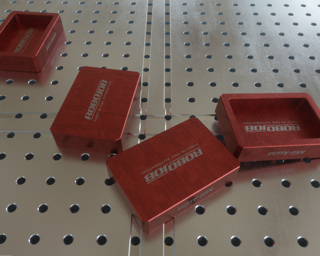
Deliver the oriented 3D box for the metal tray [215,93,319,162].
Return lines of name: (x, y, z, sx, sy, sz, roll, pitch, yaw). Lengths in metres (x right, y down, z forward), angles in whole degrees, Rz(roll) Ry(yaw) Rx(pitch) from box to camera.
metal tray: (0.146, -0.004, 0.400, 0.131, 0.030, 0.090, -2, 50, -10)

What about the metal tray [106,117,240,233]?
metal tray: (0.015, 0.049, 0.364, 0.131, 0.030, 0.090, -26, 55, -21)

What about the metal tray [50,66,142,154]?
metal tray: (-0.082, -0.029, 0.428, 0.090, 0.030, 0.130, 7, 50, 5)

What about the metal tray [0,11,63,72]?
metal tray: (-0.230, -0.151, 0.527, 0.091, 0.030, 0.130, 5, 50, 3)
